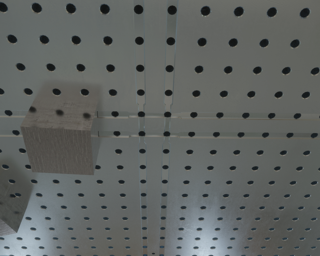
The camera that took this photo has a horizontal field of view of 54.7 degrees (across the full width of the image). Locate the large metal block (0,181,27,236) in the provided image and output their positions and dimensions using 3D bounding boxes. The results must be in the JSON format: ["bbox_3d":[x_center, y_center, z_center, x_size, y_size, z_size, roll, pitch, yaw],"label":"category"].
[{"bbox_3d":[-0.284,0.136,0.507,0.080,0.050,0.080,-14,129,11],"label":"large metal block"}]

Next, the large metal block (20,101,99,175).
[{"bbox_3d":[-0.126,0.015,0.406,0.081,0.050,0.079,4,130,-4],"label":"large metal block"}]
